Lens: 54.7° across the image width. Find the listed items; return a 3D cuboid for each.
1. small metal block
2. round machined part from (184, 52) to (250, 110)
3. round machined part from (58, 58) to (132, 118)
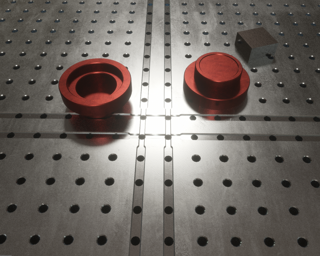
[{"bbox_3d":[0.165,-0.145,0.532,0.050,0.025,0.050,-15,52,-12],"label":"small metal block"},{"bbox_3d":[0.085,-0.076,0.462,0.099,0.042,0.098,0,50,0],"label":"round machined part"},{"bbox_3d":[-0.089,-0.052,0.439,0.099,0.042,0.098,0,50,0],"label":"round machined part"}]
